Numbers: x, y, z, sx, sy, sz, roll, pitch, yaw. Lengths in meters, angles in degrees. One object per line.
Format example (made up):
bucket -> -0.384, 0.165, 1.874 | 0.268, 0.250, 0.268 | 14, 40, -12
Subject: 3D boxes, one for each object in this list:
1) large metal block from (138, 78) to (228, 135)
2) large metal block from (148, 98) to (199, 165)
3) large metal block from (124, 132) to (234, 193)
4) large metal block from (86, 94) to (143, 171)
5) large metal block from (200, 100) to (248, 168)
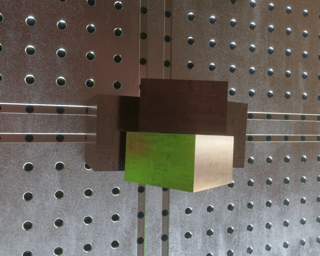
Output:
large metal block -> 0.023, -0.019, 0.325 | 0.080, 0.080, 0.050 | 2, 89, 2
large metal block -> 0.003, 0.005, 0.399 | 0.081, 0.050, 0.079 | 3, 89, -20
large metal block -> 0.021, 0.031, 0.321 | 0.080, 0.080, 0.050 | 4, 88, -53
large metal block -> -0.056, 0.005, 0.364 | 0.050, 0.080, 0.079 | 2, 90, -20
large metal block -> 0.069, 0.008, 0.410 | 0.050, 0.080, 0.080 | 4, 89, -20
